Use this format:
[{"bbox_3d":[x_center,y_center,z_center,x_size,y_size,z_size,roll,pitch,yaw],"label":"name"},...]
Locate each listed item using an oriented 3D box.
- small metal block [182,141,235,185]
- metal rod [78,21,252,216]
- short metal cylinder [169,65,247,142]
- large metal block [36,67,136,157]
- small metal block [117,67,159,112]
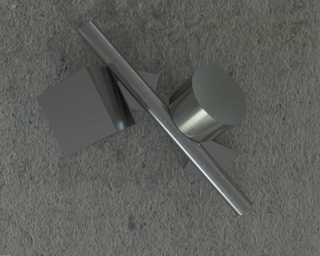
[{"bbox_3d":[0.064,0.042,0.412,0.050,0.025,0.050,24,90,-1],"label":"small metal block"},{"bbox_3d":[0.007,-0.012,0.386,0.025,0.025,0.300,-41,91,0],"label":"metal rod"},{"bbox_3d":[0.058,-0.029,0.379,0.081,0.050,0.080,16,57,-25],"label":"short metal cylinder"},{"bbox_3d":[-0.090,-0.021,0.381,0.080,0.050,0.080,-25,91,23],"label":"large metal block"},{"bbox_3d":[-0.031,-0.049,0.411,0.050,0.025,0.050,12,90,-1],"label":"small metal block"}]
